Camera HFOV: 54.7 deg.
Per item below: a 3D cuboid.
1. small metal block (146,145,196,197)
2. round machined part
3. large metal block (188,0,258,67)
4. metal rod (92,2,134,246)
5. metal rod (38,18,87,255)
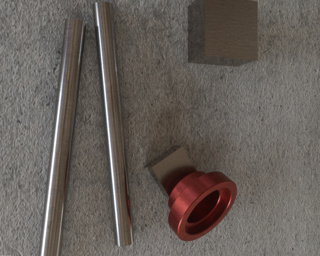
[{"bbox_3d":[0.017,0.058,0.417,0.050,0.025,0.050,-33,101,-17],"label":"small metal block"},{"bbox_3d":[0.050,0.095,0.404,0.099,0.042,0.097,-23,133,-27],"label":"round machined part"},{"bbox_3d":[0.086,-0.132,0.429,0.081,0.050,0.079,0,90,-21],"label":"large metal block"},{"bbox_3d":[-0.058,-0.003,0.388,0.025,0.025,0.298,-6,92,-20],"label":"metal rod"},{"bbox_3d":[-0.116,0.021,0.366,0.025,0.025,0.298,7,88,-20],"label":"metal rod"}]
